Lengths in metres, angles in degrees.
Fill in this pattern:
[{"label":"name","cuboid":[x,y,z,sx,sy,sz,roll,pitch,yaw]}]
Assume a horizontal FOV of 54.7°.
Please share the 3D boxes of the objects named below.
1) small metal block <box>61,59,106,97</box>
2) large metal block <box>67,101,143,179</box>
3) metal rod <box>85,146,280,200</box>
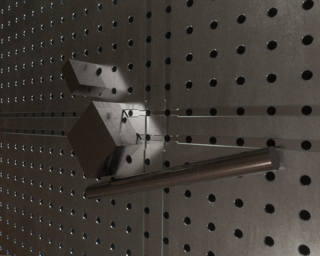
[{"label":"small metal block","cuboid":[-0.121,-0.078,0.490,0.025,0.050,0.050,-41,65,32]},{"label":"large metal block","cuboid":[-0.084,0.018,0.460,0.080,0.050,0.080,-47,63,29]},{"label":"metal rod","cuboid":[0.003,0.067,0.404,0.300,0.025,0.025,-18,79,38]}]
